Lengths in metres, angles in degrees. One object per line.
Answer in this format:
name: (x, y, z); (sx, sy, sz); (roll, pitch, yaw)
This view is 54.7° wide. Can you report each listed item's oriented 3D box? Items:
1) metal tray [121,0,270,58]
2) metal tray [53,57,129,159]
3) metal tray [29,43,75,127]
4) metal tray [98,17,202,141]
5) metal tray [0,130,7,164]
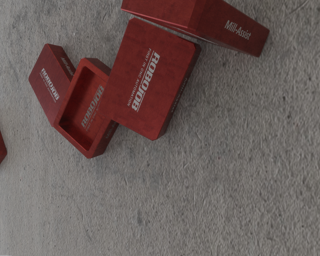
metal tray: (0.039, -0.106, 0.304); (0.090, 0.131, 0.030); (30, 109, 36)
metal tray: (-0.103, -0.030, 0.473); (0.090, 0.030, 0.129); (39, 114, 18)
metal tray: (-0.185, -0.076, 0.554); (0.090, 0.030, 0.130); (-50, 61, 28)
metal tray: (-0.015, -0.061, 0.393); (0.090, 0.030, 0.129); (27, 109, 12)
metal tray: (-0.416, 0.032, 0.745); (0.090, 0.030, 0.130); (-43, 64, 31)
